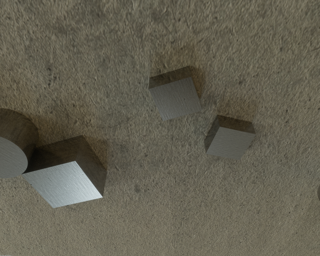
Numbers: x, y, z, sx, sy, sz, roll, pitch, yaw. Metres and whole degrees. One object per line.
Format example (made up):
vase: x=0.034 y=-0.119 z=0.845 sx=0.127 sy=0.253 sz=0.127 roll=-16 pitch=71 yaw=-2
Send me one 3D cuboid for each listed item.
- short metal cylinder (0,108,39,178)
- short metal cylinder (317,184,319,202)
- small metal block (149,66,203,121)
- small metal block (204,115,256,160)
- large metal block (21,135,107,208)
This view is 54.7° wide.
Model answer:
short metal cylinder: x=-0.207 y=0.021 z=0.406 sx=0.081 sy=0.050 sz=0.079 roll=0 pitch=130 yaw=0
short metal cylinder: x=0.279 y=0.089 z=0.450 sx=0.080 sy=0.080 sz=0.050 roll=-1 pitch=130 yaw=1
small metal block: x=0.019 y=-0.041 z=0.373 sx=0.050 sy=0.025 sz=0.050 roll=-15 pitch=129 yaw=12
small metal block: x=0.093 y=0.013 z=0.420 sx=0.050 sy=0.025 sz=0.050 roll=11 pitch=129 yaw=-10
large metal block: x=-0.133 y=0.064 z=0.444 sx=0.080 sy=0.050 sz=0.080 roll=-15 pitch=129 yaw=12
